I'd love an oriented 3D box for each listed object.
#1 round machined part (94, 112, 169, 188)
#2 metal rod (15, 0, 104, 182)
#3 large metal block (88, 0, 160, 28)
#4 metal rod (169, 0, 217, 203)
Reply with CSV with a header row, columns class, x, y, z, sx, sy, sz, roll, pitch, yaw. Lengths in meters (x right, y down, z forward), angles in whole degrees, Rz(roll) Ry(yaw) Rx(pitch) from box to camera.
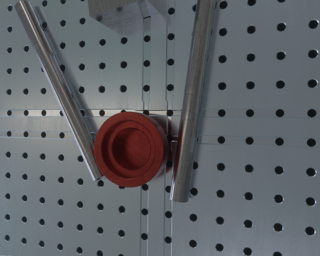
class,x,y,z,sx,sy,sz,roll,pitch,yaw
round machined part,-0.035,0.028,0.416,0.098,0.042,0.097,0,90,19
metal rod,-0.150,-0.061,0.465,0.025,0.025,0.299,-30,81,17
large metal block,-0.052,-0.192,0.417,0.080,0.050,0.080,-9,87,19
metal rod,0.045,-0.054,0.396,0.025,0.025,0.298,9,93,19
